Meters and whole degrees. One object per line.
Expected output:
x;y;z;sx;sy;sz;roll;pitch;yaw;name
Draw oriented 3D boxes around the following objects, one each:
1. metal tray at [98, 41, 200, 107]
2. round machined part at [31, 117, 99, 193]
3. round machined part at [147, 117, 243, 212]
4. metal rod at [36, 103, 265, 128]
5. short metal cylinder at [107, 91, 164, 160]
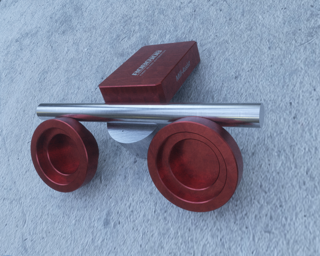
-0.010;-0.075;0.417;0.090;0.030;0.131;2;37;29;metal tray
-0.122;0.033;0.415;0.098;0.042;0.097;6;103;26;round machined part
0.039;0.035;0.329;0.098;0.042;0.097;8;108;26;round machined part
-0.034;-0.018;0.369;0.300;0.025;0.025;2;63;29;metal rod
-0.021;-0.005;0.403;0.080;0.050;0.080;-13;56;20;short metal cylinder
